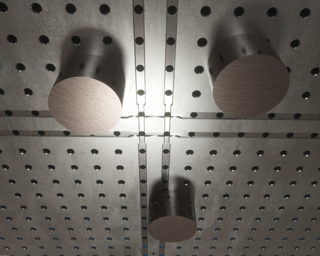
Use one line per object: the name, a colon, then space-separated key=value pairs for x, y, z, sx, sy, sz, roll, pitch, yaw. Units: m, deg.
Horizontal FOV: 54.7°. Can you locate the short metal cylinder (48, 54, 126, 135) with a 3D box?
short metal cylinder: x=-0.083 y=-0.038 z=0.361 sx=0.081 sy=0.050 sz=0.079 roll=0 pitch=130 yaw=0

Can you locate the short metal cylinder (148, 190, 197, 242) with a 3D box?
short metal cylinder: x=0.020 y=0.150 z=0.523 sx=0.081 sy=0.050 sz=0.079 roll=0 pitch=130 yaw=0

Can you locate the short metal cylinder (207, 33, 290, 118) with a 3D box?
short metal cylinder: x=0.096 y=-0.058 z=0.347 sx=0.081 sy=0.050 sz=0.079 roll=0 pitch=130 yaw=0
